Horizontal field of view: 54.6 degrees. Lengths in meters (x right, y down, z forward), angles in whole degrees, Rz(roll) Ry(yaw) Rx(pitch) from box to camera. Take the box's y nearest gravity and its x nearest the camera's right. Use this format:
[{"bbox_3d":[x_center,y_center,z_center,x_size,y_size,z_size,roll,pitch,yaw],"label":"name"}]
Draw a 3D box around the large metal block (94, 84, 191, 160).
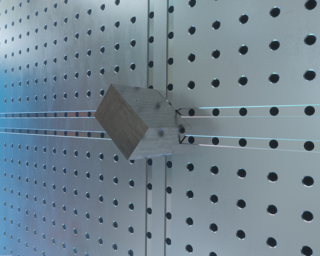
[{"bbox_3d":[-0.022,-0.008,0.392,0.080,0.081,0.050,49,119,28],"label":"large metal block"}]
